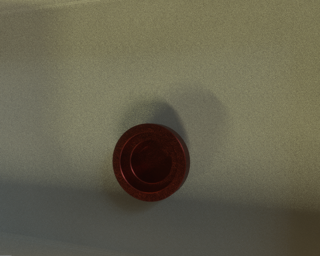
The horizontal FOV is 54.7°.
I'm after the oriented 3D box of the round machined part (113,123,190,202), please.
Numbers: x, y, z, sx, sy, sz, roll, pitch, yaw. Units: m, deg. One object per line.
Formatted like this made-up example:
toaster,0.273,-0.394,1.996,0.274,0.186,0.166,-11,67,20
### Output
round machined part,-0.008,0.043,0.404,0.098,0.042,0.097,0,90,19
